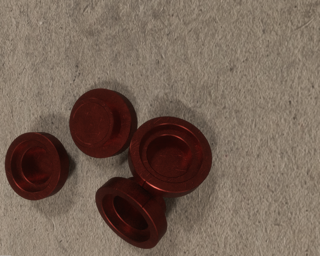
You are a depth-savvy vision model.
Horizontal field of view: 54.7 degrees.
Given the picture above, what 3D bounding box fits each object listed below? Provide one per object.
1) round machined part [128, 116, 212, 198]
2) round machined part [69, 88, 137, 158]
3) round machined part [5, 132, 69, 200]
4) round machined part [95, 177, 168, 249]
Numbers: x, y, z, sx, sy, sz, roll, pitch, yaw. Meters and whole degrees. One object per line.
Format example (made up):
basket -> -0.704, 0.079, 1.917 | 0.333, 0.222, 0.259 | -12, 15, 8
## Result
round machined part -> 0.010, 0.038, 0.378 | 0.099, 0.042, 0.098 | 6, 60, -10
round machined part -> -0.085, -0.006, 0.429 | 0.098, 0.042, 0.097 | 0, 90, 19
round machined part -> -0.176, 0.054, 0.460 | 0.098, 0.042, 0.097 | 0, 90, 19
round machined part -> -0.031, 0.101, 0.394 | 0.098, 0.042, 0.097 | 21, 130, 27
